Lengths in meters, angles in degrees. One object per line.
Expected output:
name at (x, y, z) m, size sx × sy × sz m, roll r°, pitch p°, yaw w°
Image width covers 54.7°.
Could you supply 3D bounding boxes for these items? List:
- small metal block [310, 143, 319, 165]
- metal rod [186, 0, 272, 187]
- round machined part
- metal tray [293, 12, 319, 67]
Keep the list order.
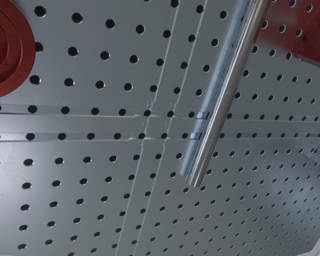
small metal block at (0.342, 0.050, 0.629) m, size 0.050 × 0.025 × 0.050 m, roll 14°, pitch 111°, yaw -34°
metal rod at (0.091, -0.045, 0.432) m, size 0.025 × 0.025 × 0.298 m, roll 2°, pitch 118°, yaw -29°
round machined part at (-0.162, -0.075, 0.265) m, size 0.099 × 0.042 × 0.097 m, roll -14°, pitch 124°, yaw -21°
metal tray at (0.258, -0.116, 0.412) m, size 0.030 × 0.130 × 0.090 m, roll 23°, pitch 106°, yaw -37°
